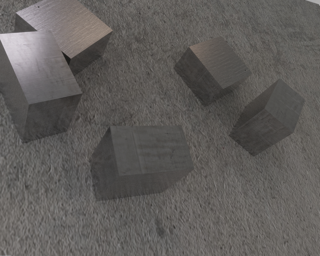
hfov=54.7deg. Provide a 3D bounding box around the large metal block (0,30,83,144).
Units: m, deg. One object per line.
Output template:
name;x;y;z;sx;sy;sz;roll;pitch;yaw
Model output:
large metal block;-0.130;-0.042;0.324;0.050;0.080;0.080;-18;72;-35

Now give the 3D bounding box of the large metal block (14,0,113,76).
large metal block;-0.122;-0.116;0.393;0.080;0.050;0.080;40;51;-1

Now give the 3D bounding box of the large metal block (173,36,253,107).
large metal block;0.083;-0.090;0.487;0.081;0.050;0.080;-29;78;-37

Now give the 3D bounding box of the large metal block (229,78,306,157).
large metal block;0.160;-0.015;0.463;0.050;0.080;0.080;40;51;-1

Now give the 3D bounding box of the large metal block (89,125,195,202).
large metal block;-0.023;0.038;0.333;0.081;0.080;0.050;-1;62;-29
